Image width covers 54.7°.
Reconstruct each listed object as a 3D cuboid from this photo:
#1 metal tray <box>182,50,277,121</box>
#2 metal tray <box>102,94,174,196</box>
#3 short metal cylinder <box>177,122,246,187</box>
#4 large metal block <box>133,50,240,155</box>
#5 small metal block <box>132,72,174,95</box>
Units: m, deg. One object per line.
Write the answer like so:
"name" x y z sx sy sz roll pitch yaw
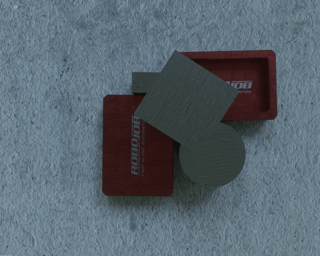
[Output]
"metal tray" 0.084 -0.054 0.409 0.131 0.030 0.089 -2 90 0
"metal tray" -0.028 0.022 0.409 0.091 0.030 0.129 1 90 0
"short metal cylinder" 0.064 0.032 0.399 0.080 0.050 0.080 0 90 0
"large metal block" 0.028 -0.027 0.347 0.080 0.050 0.080 33 90 0
"small metal block" -0.009 -0.055 0.399 0.050 0.050 0.025 1 90 0
